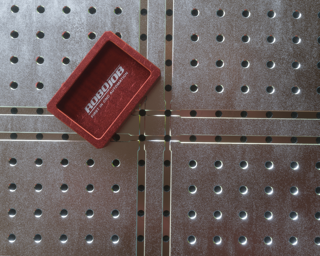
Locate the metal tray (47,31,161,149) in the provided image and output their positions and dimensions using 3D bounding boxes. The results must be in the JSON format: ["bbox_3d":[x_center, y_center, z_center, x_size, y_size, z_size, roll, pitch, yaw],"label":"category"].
[{"bbox_3d":[-0.072,-0.049,0.409,0.090,0.030,0.130,38,90,-1],"label":"metal tray"}]
